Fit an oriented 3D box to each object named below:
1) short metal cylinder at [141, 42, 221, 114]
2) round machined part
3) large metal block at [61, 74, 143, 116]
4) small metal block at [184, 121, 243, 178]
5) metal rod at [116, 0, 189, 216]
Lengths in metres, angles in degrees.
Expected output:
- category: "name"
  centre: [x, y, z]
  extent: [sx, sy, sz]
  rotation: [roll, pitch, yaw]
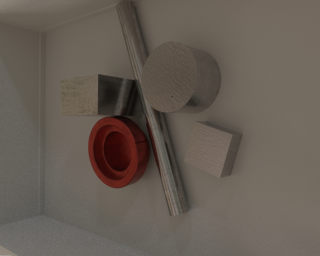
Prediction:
- category: "short metal cylinder"
  centre: [0.025, -0.057, 0.369]
  extent: [0.080, 0.050, 0.079]
  rotation: [0, 90, 39]
- category: "round machined part"
  centre: [-0.053, 0.031, 0.433]
  extent: [0.098, 0.042, 0.097]
  rotation: [6, 99, 38]
- category: "large metal block"
  centre: [-0.081, -0.042, 0.436]
  extent: [0.080, 0.081, 0.050]
  rotation: [1, 91, 39]
- category: "small metal block"
  centre: [0.060, 0.023, 0.356]
  extent: [0.050, 0.025, 0.050]
  rotation: [22, 104, 37]
- category: "metal rod"
  centre: [-0.013, -0.035, 0.415]
  extent: [0.025, 0.025, 0.299]
  rotation: [-24, 75, 37]
